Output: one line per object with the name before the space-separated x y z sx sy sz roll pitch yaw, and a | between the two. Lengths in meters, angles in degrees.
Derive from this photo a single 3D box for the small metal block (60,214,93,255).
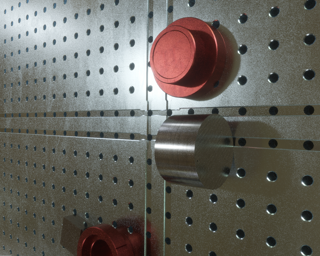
small metal block | -0.142 0.182 0.527 0.050 0.025 0.050 17 101 38

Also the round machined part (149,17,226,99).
round machined part | 0.026 -0.086 0.377 0.098 0.042 0.097 0 90 40

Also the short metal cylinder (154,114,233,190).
short metal cylinder | 0.039 0.025 0.341 0.050 0.081 0.080 0 90 40

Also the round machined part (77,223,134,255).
round machined part | -0.077 0.192 0.462 0.098 0.042 0.097 0 90 40
